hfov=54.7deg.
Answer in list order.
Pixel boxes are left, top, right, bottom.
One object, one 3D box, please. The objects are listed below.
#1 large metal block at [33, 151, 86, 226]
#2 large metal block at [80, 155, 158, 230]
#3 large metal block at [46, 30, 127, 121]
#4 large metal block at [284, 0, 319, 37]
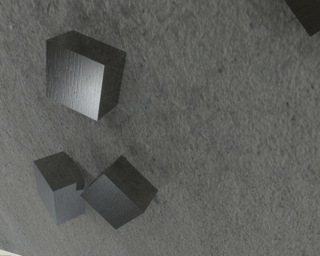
[{"bbox_3d":[-0.167,0.100,0.518,0.080,0.050,0.079,39,135,37],"label":"large metal block"},{"bbox_3d":[-0.065,0.102,0.486,0.080,0.050,0.080,46,129,-4],"label":"large metal block"},{"bbox_3d":[-0.096,-0.068,0.397,0.080,0.050,0.079,25,127,12],"label":"large metal block"},{"bbox_3d":[0.132,-0.133,0.239,0.080,0.050,0.080,-34,100,38],"label":"large metal block"}]
